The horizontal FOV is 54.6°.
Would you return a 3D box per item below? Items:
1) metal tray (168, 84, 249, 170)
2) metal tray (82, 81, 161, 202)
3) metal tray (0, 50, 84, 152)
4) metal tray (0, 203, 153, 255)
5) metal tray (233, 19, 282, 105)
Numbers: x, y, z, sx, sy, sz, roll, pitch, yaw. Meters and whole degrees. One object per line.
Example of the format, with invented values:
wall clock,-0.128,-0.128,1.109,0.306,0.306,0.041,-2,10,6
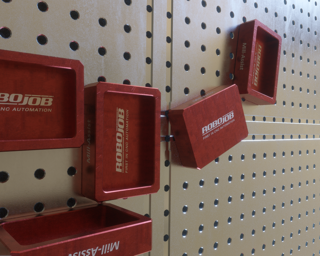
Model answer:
metal tray,0.078,-0.005,0.470,0.131,0.030,0.090,-27,107,-37
metal tray,-0.043,0.015,0.368,0.091,0.030,0.129,1,90,-40
metal tray,-0.138,-0.024,0.289,0.131,0.030,0.090,-1,91,-40
metal tray,-0.083,0.104,0.296,0.131,0.090,0.030,0,90,-40
metal tray,0.174,-0.113,0.549,0.091,0.030,0.129,13,82,-39
